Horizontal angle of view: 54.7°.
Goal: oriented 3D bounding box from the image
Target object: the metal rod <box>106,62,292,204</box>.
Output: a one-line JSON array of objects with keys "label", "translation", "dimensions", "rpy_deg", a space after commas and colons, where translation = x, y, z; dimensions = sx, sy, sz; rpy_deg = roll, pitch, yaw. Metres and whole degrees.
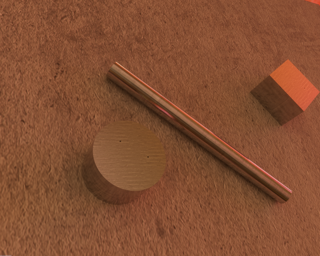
[{"label": "metal rod", "translation": [0.056, 0.009, 0.428], "dimensions": [0.301, 0.025, 0.025], "rpy_deg": [36, 51, -4]}]

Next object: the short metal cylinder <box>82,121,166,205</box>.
[{"label": "short metal cylinder", "translation": [-0.041, 0.039, 0.342], "dimensions": [0.081, 0.050, 0.080], "rpy_deg": [14, 56, -21]}]

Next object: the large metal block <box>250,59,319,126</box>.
[{"label": "large metal block", "translation": [0.220, -0.063, 0.544], "dimensions": [0.080, 0.050, 0.081], "rpy_deg": [49, 51, 6]}]
